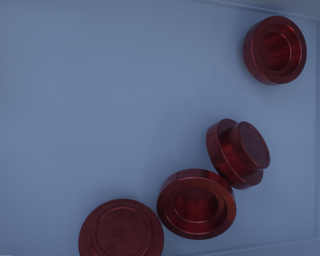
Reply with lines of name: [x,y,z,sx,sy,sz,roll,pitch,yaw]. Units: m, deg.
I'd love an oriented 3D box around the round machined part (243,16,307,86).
round machined part: [0.165,-0.112,0.462,0.099,0.042,0.097,0,90,-20]

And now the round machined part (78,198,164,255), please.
round machined part: [-0.044,0.127,0.358,0.099,0.042,0.098,4,52,-4]

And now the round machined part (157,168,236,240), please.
round machined part: [0.047,0.093,0.402,0.099,0.042,0.097,3,115,6]

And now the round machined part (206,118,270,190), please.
round machined part: [0.110,0.030,0.415,0.098,0.042,0.098,28,45,-32]
